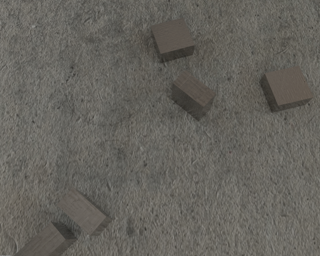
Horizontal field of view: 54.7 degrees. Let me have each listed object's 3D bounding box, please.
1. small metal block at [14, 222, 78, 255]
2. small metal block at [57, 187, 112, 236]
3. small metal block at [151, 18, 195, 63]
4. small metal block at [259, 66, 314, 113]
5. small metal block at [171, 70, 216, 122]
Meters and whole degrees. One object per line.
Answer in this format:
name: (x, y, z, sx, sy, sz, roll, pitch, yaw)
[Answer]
small metal block: (-0.126, 0.133, 0.345, 0.050, 0.050, 0.025, -43, 76, -14)
small metal block: (-0.085, 0.098, 0.358, 0.050, 0.050, 0.025, 38, 75, 12)
small metal block: (0.018, -0.129, 0.455, 0.050, 0.025, 0.050, -16, 71, -6)
small metal block: (0.174, -0.054, 0.429, 0.050, 0.025, 0.050, -13, 71, -5)
small metal block: (0.043, -0.041, 0.410, 0.050, 0.050, 0.025, 40, 75, 13)
